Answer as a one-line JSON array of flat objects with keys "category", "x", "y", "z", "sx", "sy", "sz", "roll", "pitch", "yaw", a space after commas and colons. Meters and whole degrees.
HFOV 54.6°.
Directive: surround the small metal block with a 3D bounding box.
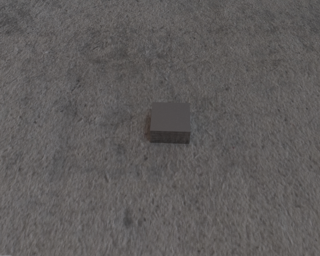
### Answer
[{"category": "small metal block", "x": 0.014, "y": -0.007, "z": 0.410, "sx": 0.050, "sy": 0.025, "sz": 0.050, "roll": 2, "pitch": 50, "yaw": 1}]
